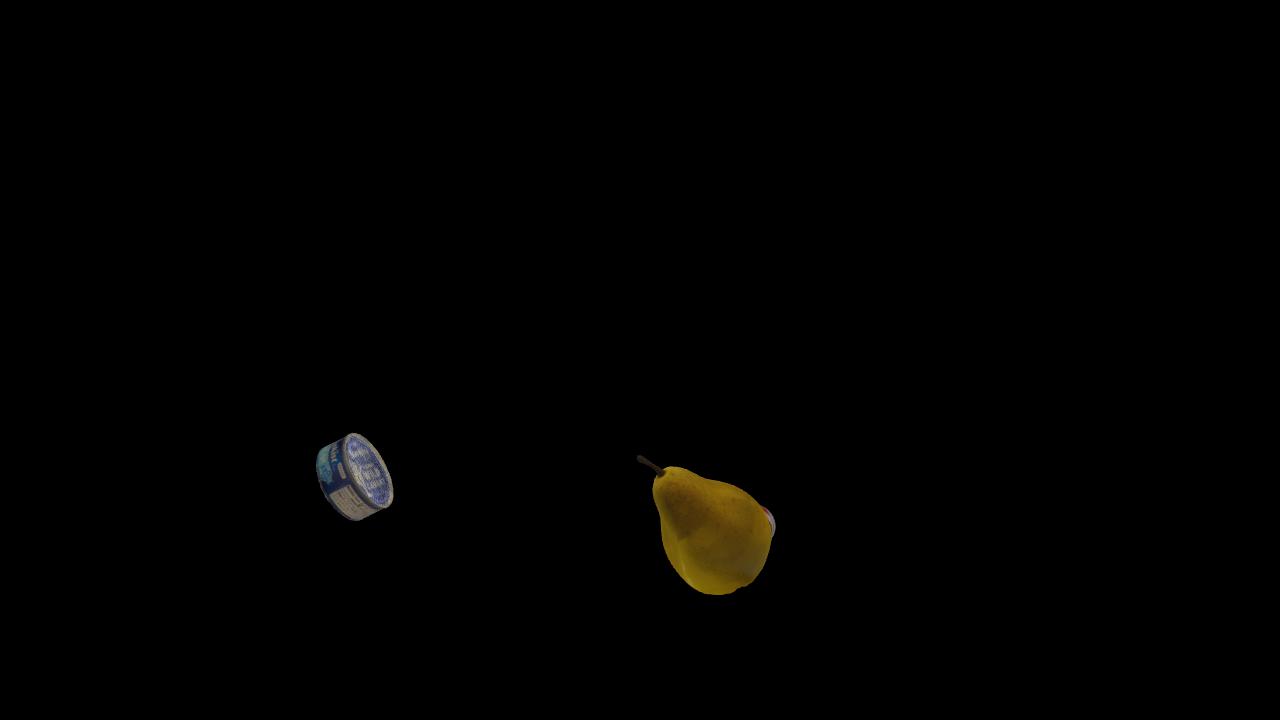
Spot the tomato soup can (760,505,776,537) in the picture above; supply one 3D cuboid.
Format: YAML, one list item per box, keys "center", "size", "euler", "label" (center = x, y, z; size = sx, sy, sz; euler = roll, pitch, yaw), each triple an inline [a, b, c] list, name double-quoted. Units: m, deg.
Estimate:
- center: [0.172, 0.265, 0.961]
  size: [0.068, 0.068, 0.101]
  euler: [0, -6, 21]
  label: "tomato soup can"

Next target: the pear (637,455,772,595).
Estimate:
- center: [0.041, 0.104, 0.417]
  size: [0.080, 0.111, 0.080]
  euler: [-26, 27, 15]
  label: "pear"

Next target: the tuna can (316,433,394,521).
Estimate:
- center: [-0.287, 0.118, 0.620]
  size: [0.034, 0.084, 0.084]
  euler: [-26, 2, -4]
  label: "tuna can"
